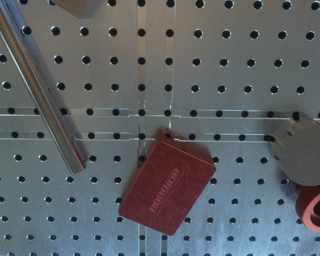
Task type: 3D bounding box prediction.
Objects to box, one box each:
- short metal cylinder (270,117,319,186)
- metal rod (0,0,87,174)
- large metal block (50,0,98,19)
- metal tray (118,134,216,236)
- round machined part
[{"bbox_3d":[0.193,0.029,0.410,0.080,0.050,0.079,1,105,3],"label":"short metal cylinder"},{"bbox_3d":[-0.163,-0.074,0.383,0.025,0.025,0.298,-19,109,6],"label":"metal rod"},{"bbox_3d":[-0.099,-0.176,0.334,0.080,0.050,0.080,31,107,-11],"label":"large metal block"},{"bbox_3d":[0.008,0.083,0.442,0.090,0.030,0.129,26,108,-10],"label":"metal tray"},{"bbox_3d":[0.237,0.098,0.436,0.099,0.042,0.097,-5,123,-7],"label":"round machined part"}]
